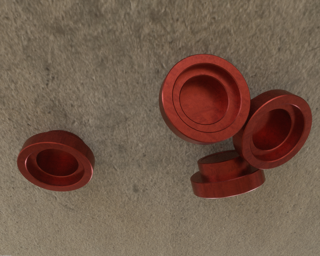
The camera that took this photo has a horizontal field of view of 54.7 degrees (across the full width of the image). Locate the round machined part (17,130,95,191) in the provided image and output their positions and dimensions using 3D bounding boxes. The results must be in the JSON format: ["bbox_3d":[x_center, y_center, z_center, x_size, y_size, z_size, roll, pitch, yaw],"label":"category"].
[{"bbox_3d":[-0.140,0.041,0.429,0.099,0.042,0.097,-1,130,0],"label":"round machined part"}]

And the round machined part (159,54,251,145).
[{"bbox_3d":[0.047,-0.030,0.348,0.099,0.098,0.042,10,169,-9],"label":"round machined part"}]

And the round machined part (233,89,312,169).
[{"bbox_3d":[0.132,-0.001,0.382,0.099,0.042,0.097,-9,117,-18],"label":"round machined part"}]

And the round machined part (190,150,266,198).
[{"bbox_3d":[0.089,0.058,0.423,0.098,0.098,0.042,-13,94,11],"label":"round machined part"}]
